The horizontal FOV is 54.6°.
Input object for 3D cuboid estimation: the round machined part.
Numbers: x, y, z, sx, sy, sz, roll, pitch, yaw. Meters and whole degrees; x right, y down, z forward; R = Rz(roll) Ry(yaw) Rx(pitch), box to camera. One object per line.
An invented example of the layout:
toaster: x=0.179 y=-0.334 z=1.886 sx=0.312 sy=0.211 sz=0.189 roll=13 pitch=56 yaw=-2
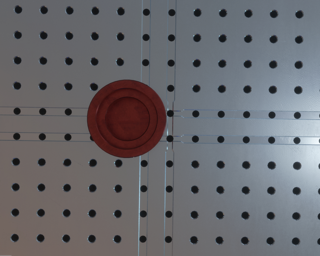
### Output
round machined part: x=-0.041 y=-0.011 z=0.405 sx=0.099 sy=0.042 sz=0.097 roll=0 pitch=90 yaw=0
